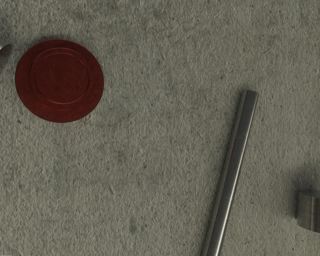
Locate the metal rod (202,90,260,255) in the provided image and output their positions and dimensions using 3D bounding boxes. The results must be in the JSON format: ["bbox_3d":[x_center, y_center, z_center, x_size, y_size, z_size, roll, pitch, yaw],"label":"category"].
[{"bbox_3d":[0.096,0.091,0.446,0.025,0.025,0.299,17,84,-20],"label":"metal rod"}]

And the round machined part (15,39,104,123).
[{"bbox_3d":[-0.114,-0.054,0.358,0.099,0.042,0.097,0,90,-21],"label":"round machined part"}]

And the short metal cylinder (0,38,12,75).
[{"bbox_3d":[-0.194,-0.065,0.308,0.050,0.080,0.080,33,79,-18],"label":"short metal cylinder"}]

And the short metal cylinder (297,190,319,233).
[{"bbox_3d":[0.256,0.128,0.477,0.081,0.080,0.050,3,89,-20],"label":"short metal cylinder"}]
